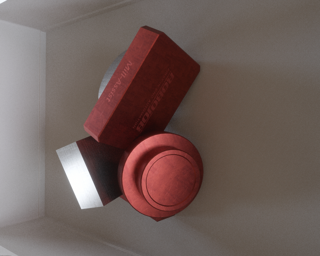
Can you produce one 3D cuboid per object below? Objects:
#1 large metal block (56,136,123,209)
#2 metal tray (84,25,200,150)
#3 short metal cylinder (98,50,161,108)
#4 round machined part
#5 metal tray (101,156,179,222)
[{"bbox_3d":[-0.071,0.046,0.395,0.050,0.081,0.080,-20,93,44],"label":"large metal block"},{"bbox_3d":[-0.017,-0.036,0.354,0.030,0.090,0.130,34,95,38],"label":"metal tray"},{"bbox_3d":[-0.034,-0.053,0.395,0.080,0.050,0.080,-30,46,37],"label":"short metal cylinder"},{"bbox_3d":[0.005,0.054,0.347,0.042,0.099,0.097,-165,79,-69],"label":"round machined part"},{"bbox_3d":[-0.028,0.055,0.422,0.130,0.030,0.089,22,104,37],"label":"metal tray"}]
